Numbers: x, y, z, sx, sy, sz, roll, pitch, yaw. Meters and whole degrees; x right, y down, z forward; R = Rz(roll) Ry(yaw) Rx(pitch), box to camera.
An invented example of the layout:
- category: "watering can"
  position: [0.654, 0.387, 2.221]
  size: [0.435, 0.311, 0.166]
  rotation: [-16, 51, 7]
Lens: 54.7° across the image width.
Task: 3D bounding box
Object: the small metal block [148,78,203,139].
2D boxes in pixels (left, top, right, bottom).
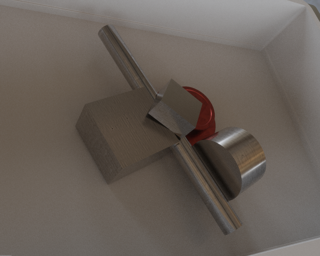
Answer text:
- category: "small metal block"
  position: [0.020, -0.024, 0.368]
  size: [0.050, 0.025, 0.050]
  rotation: [37, 39, -12]

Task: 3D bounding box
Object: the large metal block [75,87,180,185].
- category: "large metal block"
  position: [-0.039, 0.007, 0.361]
  size: [0.081, 0.050, 0.080]
  rotation: [-23, 74, -36]

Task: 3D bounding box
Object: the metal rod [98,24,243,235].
- category: "metal rod"
  position: [0.006, -0.008, 0.386]
  size: [0.025, 0.025, 0.299]
  rotation: [-23, 74, -37]

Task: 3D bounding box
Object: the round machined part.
- category: "round machined part"
  position: [0.035, -0.018, 0.424]
  size: [0.099, 0.042, 0.098]
  rotation: [14, 56, -21]

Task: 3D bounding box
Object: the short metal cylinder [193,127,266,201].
- category: "short metal cylinder"
  position: [0.083, 0.044, 0.388]
  size: [0.050, 0.080, 0.080]
  rotation: [-23, 74, -37]
